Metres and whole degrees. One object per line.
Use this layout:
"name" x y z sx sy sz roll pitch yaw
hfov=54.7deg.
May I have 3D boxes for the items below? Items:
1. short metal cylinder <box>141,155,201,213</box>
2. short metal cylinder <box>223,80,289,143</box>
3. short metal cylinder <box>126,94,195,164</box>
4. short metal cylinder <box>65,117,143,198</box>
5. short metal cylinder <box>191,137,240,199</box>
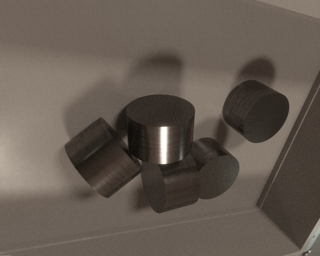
"short metal cylinder" 0.013 0.071 0.426 0.050 0.080 0.079 -9 122 -24
"short metal cylinder" 0.141 -0.025 0.457 0.081 0.050 0.079 -14 125 -21
"short metal cylinder" 0.001 -0.001 0.374 0.081 0.080 0.050 -13 124 -22
"short metal cylinder" -0.064 0.034 0.360 0.050 0.080 0.080 -39 130 -2
"short metal cylinder" 0.073 0.061 0.472 0.081 0.050 0.079 -14 125 -21
